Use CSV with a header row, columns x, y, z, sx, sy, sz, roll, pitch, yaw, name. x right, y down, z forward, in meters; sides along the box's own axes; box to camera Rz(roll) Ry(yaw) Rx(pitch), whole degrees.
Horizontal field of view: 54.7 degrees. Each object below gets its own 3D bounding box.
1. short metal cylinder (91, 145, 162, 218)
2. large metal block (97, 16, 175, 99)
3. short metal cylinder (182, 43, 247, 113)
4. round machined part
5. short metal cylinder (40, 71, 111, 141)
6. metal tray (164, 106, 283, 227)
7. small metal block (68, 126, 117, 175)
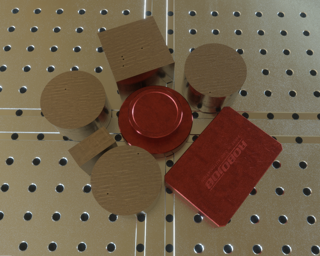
x,y,z,sx,sy,sz,roll,pitch,yaw,name
-0.038,0.066,0.373,0.081,0.050,0.080,0,70,0,short metal cylinder
-0.033,-0.098,0.434,0.080,0.050,0.080,-20,71,-7,large metal block
0.072,-0.067,0.423,0.081,0.050,0.080,0,70,0,short metal cylinder
-0.006,-0.013,0.407,0.099,0.042,0.098,0,70,0,round machined part
-0.108,-0.028,0.407,0.081,0.050,0.080,0,70,0,short metal cylinder
0.079,0.047,0.391,0.090,0.030,0.130,39,74,13,metal tray
-0.080,0.029,0.386,0.050,0.050,0.025,-36,74,-12,small metal block
